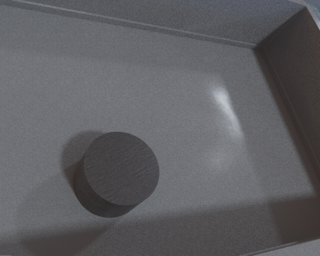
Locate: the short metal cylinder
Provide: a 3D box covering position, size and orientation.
[{"bbox_3d":[-0.048,0.051,0.334,0.081,0.050,0.080,14,56,-21],"label":"short metal cylinder"}]
